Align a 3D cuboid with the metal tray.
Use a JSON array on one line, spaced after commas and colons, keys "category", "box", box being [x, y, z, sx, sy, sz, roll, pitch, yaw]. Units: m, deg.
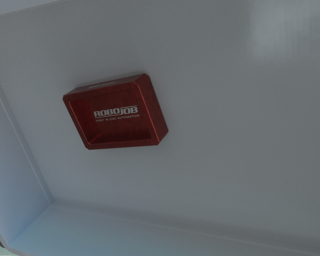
[{"category": "metal tray", "box": [-0.063, -0.018, 0.427, 0.130, 0.030, 0.090, -6, 116, 31]}]
